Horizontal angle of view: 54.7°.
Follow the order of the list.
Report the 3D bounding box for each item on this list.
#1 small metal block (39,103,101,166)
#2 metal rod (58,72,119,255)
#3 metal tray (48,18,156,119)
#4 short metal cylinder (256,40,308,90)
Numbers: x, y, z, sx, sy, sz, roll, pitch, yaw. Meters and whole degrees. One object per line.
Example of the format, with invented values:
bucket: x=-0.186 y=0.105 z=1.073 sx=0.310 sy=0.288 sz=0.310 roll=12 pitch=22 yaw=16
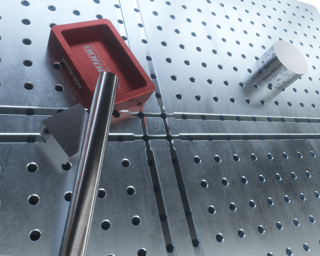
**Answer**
small metal block: x=-0.099 y=0.007 z=0.351 sx=0.050 sy=0.025 sz=0.050 roll=-34 pitch=81 yaw=-38
metal rod: x=-0.075 y=0.074 z=0.301 sx=0.025 sy=0.025 sz=0.299 roll=16 pitch=62 yaw=-20
metal tray: x=-0.078 y=-0.084 z=0.415 sx=0.091 sy=0.030 sz=0.130 roll=-25 pitch=75 yaw=-37
short metal cylinder: x=0.233 y=-0.121 z=0.594 sx=0.081 sy=0.050 sz=0.080 roll=14 pitch=56 yaw=-21
